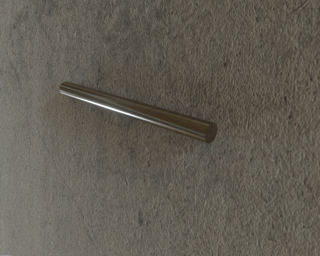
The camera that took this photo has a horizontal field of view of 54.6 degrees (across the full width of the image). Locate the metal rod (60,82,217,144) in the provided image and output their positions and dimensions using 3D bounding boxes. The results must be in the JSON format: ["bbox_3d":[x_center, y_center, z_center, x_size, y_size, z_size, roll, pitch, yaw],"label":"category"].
[{"bbox_3d":[-0.053,-0.032,0.449,0.300,0.025,0.025,19,102,38],"label":"metal rod"}]
